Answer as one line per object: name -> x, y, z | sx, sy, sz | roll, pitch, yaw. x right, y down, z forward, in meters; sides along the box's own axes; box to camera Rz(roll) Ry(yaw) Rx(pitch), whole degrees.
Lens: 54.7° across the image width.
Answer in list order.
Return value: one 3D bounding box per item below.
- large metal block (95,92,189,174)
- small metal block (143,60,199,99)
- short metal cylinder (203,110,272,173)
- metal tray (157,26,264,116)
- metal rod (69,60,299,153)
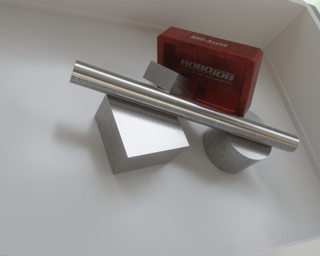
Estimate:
large metal block -> -0.024, 0.003, 0.375 | 0.081, 0.050, 0.080 | -8, 66, -32
small metal block -> 0.015, -0.062, 0.408 | 0.050, 0.025, 0.050 | 34, 11, 36
short metal cylinder -> 0.109, 0.018, 0.438 | 0.081, 0.050, 0.080 | 14, 56, -21
metal tray -> 0.059, -0.073, 0.409 | 0.130, 0.089, 0.030 | 22, 46, 22
metal rod -> 0.045, -0.019, 0.376 | 0.302, 0.025, 0.025 | 17, 55, -19
